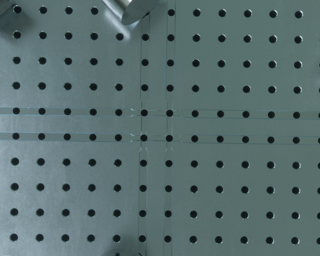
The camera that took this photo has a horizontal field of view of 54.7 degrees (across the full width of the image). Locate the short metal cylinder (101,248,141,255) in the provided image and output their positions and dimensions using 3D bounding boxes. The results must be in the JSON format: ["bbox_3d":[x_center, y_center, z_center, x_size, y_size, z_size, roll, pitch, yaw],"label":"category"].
[{"bbox_3d":[-0.054,0.205,0.400,0.081,0.050,0.079,0,90,0],"label":"short metal cylinder"}]

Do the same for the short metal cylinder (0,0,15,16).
[{"bbox_3d":[-0.232,-0.171,0.384,0.050,0.080,0.080,-42,90,0],"label":"short metal cylinder"}]

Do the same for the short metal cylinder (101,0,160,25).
[{"bbox_3d":[-0.034,-0.176,0.385,0.080,0.080,0.050,-42,90,0],"label":"short metal cylinder"}]
